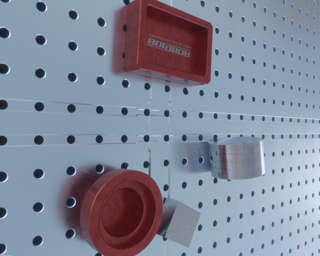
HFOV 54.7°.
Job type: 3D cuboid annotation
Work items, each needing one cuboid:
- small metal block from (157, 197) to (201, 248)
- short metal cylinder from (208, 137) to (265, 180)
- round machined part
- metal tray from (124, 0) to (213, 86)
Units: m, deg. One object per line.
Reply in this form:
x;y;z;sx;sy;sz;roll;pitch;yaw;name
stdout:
0.024;0.131;0.430;0.050;0.025;0.050;37;67;-34;small metal block
0.116;0.044;0.471;0.081;0.080;0.050;-9;96;-40;short metal cylinder
-0.047;0.096;0.359;0.099;0.042;0.097;0;90;-40;round machined part
0.016;-0.111;0.418;0.131;0.030;0.089;4;87;-40;metal tray
